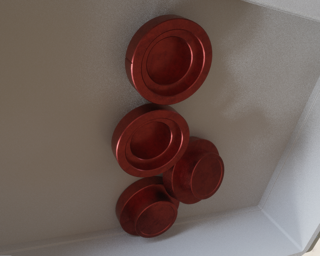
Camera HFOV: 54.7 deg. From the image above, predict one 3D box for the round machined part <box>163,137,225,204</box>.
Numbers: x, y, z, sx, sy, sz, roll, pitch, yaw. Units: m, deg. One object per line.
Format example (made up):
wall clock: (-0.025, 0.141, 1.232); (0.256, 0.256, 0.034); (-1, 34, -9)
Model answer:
round machined part: (0.055, 0.064, 0.447); (0.099, 0.042, 0.097); (-11, 107, -37)

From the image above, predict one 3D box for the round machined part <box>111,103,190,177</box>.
round machined part: (-0.015, 0.012, 0.396); (0.099, 0.042, 0.097); (-14, 124, -21)

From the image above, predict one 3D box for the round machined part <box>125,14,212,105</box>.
round machined part: (0.006, -0.079, 0.352); (0.099, 0.042, 0.097); (-14, 124, -21)

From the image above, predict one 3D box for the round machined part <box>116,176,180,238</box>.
round machined part: (-0.013, 0.125, 0.465); (0.099, 0.042, 0.097); (-13, 122, -22)
